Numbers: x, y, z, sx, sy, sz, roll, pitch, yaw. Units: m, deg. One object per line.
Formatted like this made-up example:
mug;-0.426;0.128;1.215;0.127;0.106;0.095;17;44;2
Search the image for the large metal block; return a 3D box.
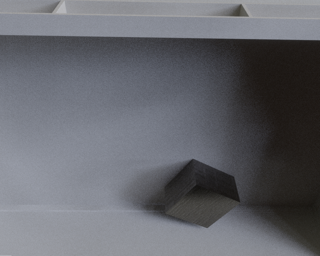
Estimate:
large metal block;0.063;0.104;0.482;0.080;0.050;0.080;25;126;-20
